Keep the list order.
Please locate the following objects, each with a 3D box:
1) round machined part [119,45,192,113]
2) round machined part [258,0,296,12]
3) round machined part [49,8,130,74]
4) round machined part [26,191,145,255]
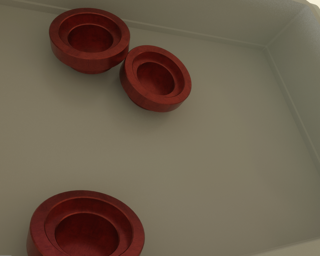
[{"bbox_3d":[-0.009,-0.063,0.428,0.099,0.042,0.098,14,56,-21],"label":"round machined part"},{"bbox_3d":[0.269,-0.315,0.734,0.099,0.042,0.098,14,56,-21],"label":"round machined part"},{"bbox_3d":[-0.090,-0.108,0.402,0.099,0.042,0.098,6,55,-8],"label":"round machined part"},{"bbox_3d":[-0.067,0.103,0.277,0.099,0.042,0.098,17,22,-7],"label":"round machined part"}]
